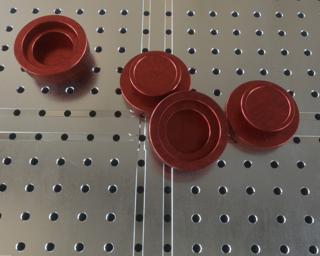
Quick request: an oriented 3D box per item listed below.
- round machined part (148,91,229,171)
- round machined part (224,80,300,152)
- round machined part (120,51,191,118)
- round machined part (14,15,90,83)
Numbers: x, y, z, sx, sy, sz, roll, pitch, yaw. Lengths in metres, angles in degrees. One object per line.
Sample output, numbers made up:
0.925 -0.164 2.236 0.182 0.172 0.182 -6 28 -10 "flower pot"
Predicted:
0.033 0.005 0.393 0.099 0.042 0.097 1 83 -8 "round machined part"
0.137 -0.021 0.412 0.099 0.042 0.098 0 70 -1 "round machined part"
-0.006 -0.066 0.427 0.099 0.042 0.098 0 70 -1 "round machined part"
-0.149 -0.107 0.440 0.099 0.042 0.098 0 70 -1 "round machined part"
